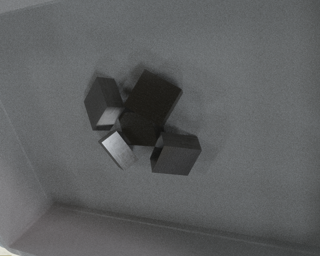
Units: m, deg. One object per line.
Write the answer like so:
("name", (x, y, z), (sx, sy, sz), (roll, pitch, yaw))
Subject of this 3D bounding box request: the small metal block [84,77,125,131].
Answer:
("small metal block", (-0.075, -0.031, 0.410), (0.050, 0.025, 0.050), (-50, 52, 40))

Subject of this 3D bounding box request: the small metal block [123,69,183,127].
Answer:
("small metal block", (-0.007, -0.035, 0.373), (0.050, 0.025, 0.050), (31, 91, 8))

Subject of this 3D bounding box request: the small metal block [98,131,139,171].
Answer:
("small metal block", (-0.061, 0.032, 0.443), (0.050, 0.025, 0.050), (53, 166, -10))

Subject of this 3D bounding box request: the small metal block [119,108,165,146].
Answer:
("small metal block", (-0.024, -0.004, 0.416), (0.050, 0.025, 0.050), (2, 119, 27))

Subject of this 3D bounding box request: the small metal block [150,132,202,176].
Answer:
("small metal block", (0.019, 0.035, 0.403), (0.050, 0.025, 0.050), (8, 130, -18))
